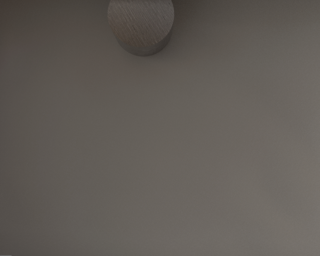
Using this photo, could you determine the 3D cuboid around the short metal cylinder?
[{"bbox_3d":[-0.023,-0.137,0.399,0.080,0.050,0.080,0,90,0],"label":"short metal cylinder"}]
